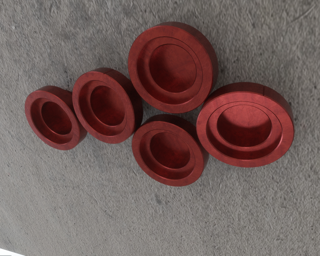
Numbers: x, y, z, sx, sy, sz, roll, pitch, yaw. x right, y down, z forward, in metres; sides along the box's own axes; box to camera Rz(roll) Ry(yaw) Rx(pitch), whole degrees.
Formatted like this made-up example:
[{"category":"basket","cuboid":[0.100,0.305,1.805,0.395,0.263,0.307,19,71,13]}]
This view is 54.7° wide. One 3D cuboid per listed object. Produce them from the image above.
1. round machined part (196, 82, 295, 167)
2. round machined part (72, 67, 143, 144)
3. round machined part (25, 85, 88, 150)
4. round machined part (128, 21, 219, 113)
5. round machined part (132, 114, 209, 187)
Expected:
[{"category":"round machined part","cuboid":[0.092,-0.007,0.336,0.098,0.042,0.097,10,128,13]},{"category":"round machined part","cuboid":[-0.063,-0.032,0.405,0.098,0.042,0.097,14,121,26]},{"category":"round machined part","cuboid":[-0.148,-0.018,0.463,0.098,0.042,0.097,13,124,21]},{"category":"round machined part","cuboid":[0.017,-0.069,0.344,0.098,0.042,0.097,13,124,21]},{"category":"round machined part","cuboid":[0.016,0.025,0.403,0.098,0.042,0.097,13,124,20]}]
